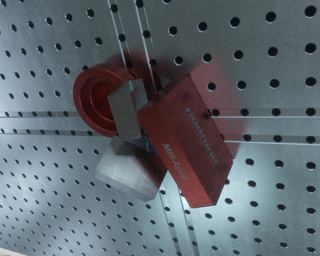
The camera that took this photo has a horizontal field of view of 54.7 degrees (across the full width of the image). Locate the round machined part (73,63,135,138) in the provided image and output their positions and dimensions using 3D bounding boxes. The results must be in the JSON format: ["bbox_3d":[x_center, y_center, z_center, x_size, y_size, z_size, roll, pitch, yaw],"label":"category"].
[{"bbox_3d":[-0.061,-0.039,0.406,0.098,0.042,0.097,13,124,20],"label":"round machined part"}]

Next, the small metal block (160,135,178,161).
[{"bbox_3d":[0.028,0.030,0.407,0.050,0.025,0.050,19,131,30],"label":"small metal block"}]

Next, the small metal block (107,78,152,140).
[{"bbox_3d":[-0.032,-0.022,0.344,0.025,0.050,0.050,-7,115,15],"label":"small metal block"}]

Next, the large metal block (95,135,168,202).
[{"bbox_3d":[-0.040,0.059,0.421,0.080,0.050,0.080,27,161,-3],"label":"large metal block"}]

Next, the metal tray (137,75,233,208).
[{"bbox_3d":[0.035,0.015,0.359,0.030,0.090,0.130,-19,109,35],"label":"metal tray"}]
